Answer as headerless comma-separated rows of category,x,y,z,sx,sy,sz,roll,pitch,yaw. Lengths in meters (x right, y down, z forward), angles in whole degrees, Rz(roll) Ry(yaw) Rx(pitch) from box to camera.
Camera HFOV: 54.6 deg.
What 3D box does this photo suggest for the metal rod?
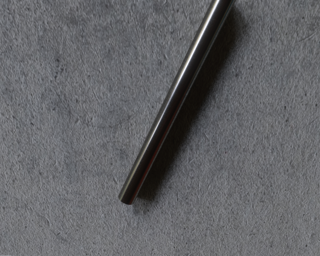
metal rod,0.014,-0.025,0.400,0.025,0.025,0.298,23,108,-8
